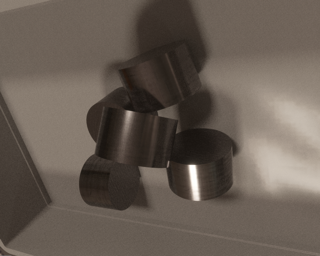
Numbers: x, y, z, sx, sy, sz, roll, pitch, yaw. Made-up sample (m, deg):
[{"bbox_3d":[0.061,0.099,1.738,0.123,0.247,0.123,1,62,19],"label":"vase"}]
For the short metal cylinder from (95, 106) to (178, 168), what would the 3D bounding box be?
[{"bbox_3d":[-0.025,0.009,0.330,0.080,0.080,0.050,11,91,22],"label":"short metal cylinder"}]

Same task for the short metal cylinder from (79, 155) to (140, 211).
[{"bbox_3d":[-0.072,0.078,0.458,0.050,0.080,0.080,1,119,28],"label":"short metal cylinder"}]

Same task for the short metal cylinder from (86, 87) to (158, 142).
[{"bbox_3d":[-0.049,-0.009,0.411,0.080,0.050,0.079,13,124,20],"label":"short metal cylinder"}]

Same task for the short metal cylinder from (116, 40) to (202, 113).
[{"bbox_3d":[-0.001,-0.057,0.338,0.080,0.080,0.050,-10,113,32],"label":"short metal cylinder"}]

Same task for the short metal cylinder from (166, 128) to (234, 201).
[{"bbox_3d":[0.047,0.041,0.373,0.080,0.080,0.050,5,121,25],"label":"short metal cylinder"}]
